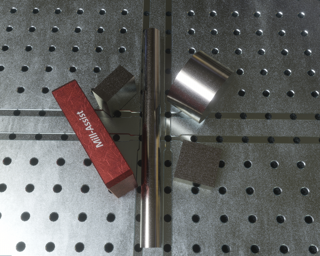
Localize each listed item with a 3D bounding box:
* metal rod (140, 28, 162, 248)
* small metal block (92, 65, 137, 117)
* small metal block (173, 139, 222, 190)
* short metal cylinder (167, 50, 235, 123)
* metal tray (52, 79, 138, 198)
[{"bbox_3d":[-0.011,-0.001,0.411,0.025,0.025,0.299,0,70,-1],"label":"metal rod"},{"bbox_3d":[-0.059,-0.048,0.414,0.025,0.050,0.050,40,75,13],"label":"small metal block"},{"bbox_3d":[0.048,0.047,0.396,0.050,0.025,0.050,14,71,5],"label":"small metal block"},{"bbox_3d":[0.053,-0.053,0.402,0.050,0.080,0.080,36,74,12],"label":"short metal cylinder"},{"bbox_3d":[-0.075,0.016,0.370,0.030,0.090,0.130,-31,73,-11],"label":"metal tray"}]
